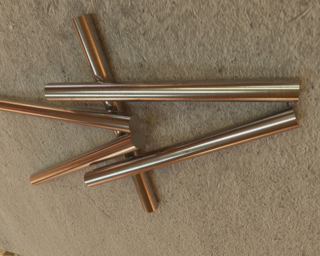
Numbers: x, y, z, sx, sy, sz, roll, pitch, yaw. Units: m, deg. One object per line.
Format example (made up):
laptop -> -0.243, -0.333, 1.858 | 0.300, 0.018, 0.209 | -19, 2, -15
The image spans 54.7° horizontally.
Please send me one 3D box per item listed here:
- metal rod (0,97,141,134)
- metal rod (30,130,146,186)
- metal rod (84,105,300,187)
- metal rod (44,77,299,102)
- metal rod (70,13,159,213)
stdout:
metal rod -> -0.160, -0.025, 0.457 | 0.300, 0.025, 0.025 | 9, 122, 30
metal rod -> -0.132, 0.056, 0.492 | 0.299, 0.025, 0.025 | -22, 107, 41
metal rod -> 0.019, 0.032, 0.397 | 0.300, 0.025, 0.025 | -20, 108, 28
metal rod -> -0.003, -0.043, 0.361 | 0.301, 0.025, 0.025 | 2, 120, 19
metal rod -> -0.055, -0.005, 0.433 | 0.025, 0.025, 0.298 | -3, 117, 29
